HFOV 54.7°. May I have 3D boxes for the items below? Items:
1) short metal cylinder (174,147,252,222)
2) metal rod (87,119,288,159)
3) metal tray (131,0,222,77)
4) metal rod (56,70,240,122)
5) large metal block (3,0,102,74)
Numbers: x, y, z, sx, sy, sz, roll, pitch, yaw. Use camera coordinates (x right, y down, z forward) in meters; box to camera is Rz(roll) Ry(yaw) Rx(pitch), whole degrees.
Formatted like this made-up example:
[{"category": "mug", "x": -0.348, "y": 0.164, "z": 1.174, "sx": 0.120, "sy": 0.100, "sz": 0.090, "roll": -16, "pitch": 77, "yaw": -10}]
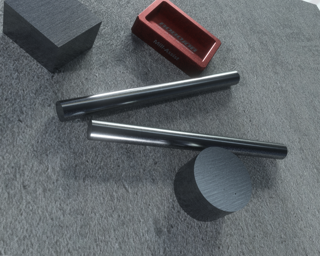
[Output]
[{"category": "short metal cylinder", "x": 0.064, "y": 0.070, "z": 0.382, "sx": 0.081, "sy": 0.050, "sz": 0.080, "roll": 14, "pitch": 56, "yaw": -21}, {"category": "metal rod", "x": 0.054, "y": 0.019, "z": 0.422, "sx": 0.302, "sy": 0.025, "sz": 0.025, "roll": 7, "pitch": 59, "yaw": -25}, {"category": "metal tray", "x": 0.030, "y": -0.150, "z": 0.509, "sx": 0.130, "sy": 0.030, "sz": 0.090, "roll": 37, "pitch": 51, "yaw": -4}, {"category": "metal rod", "x": 0.006, "y": -0.052, "z": 0.440, "sx": 0.303, "sy": 0.025, "sz": 0.025, "roll": -16, "pitch": 70, "yaw": -35}, {"category": "large metal block", "x": -0.136, "y": -0.129, "z": 0.394, "sx": 0.080, "sy": 0.050, "sz": 0.080, "roll": 41, "pitch": 51, "yaw": -1}]
